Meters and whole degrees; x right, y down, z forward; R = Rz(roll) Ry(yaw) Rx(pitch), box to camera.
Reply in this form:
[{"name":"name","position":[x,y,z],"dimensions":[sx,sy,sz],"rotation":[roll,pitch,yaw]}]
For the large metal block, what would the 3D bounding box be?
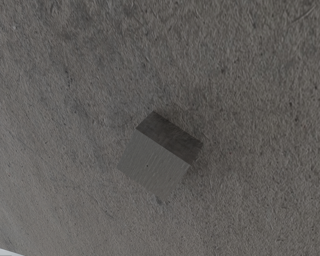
[{"name":"large metal block","position":[-0.001,0.038,0.415],"dimensions":[0.080,0.050,0.080],"rotation":[33,129,6]}]
